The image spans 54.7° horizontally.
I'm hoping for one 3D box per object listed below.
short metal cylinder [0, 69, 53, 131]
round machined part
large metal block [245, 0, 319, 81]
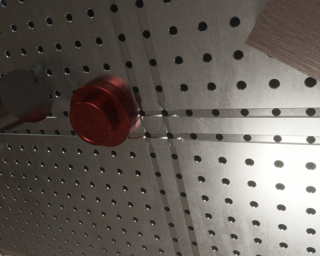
[{"bbox_3d":[-0.209,-0.040,0.458,0.050,0.080,0.080,-17,109,34],"label":"short metal cylinder"},{"bbox_3d":[-0.087,-0.014,0.435,0.098,0.042,0.097,13,124,20],"label":"round machined part"},{"bbox_3d":[0.133,-0.096,0.265,0.080,0.050,0.079,30,128,8],"label":"large metal block"}]
